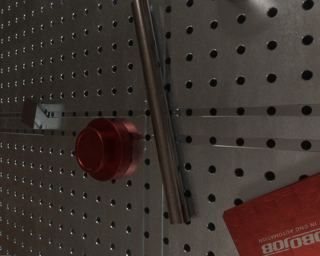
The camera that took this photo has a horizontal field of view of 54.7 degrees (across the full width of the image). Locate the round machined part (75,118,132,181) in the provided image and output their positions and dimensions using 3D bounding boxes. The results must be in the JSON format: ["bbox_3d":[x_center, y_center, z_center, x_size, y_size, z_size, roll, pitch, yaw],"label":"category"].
[{"bbox_3d":[-0.092,0.033,0.472,0.098,0.042,0.097,0,90,39],"label":"round machined part"}]

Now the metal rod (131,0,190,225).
[{"bbox_3d":[-0.002,-0.028,0.408,0.025,0.025,0.298,-17,79,38],"label":"metal rod"}]

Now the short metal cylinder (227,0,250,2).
[{"bbox_3d":[0.080,-0.181,0.326,0.080,0.050,0.079,0,90,39],"label":"short metal cylinder"}]

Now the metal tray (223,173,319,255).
[{"bbox_3d":[0.135,0.100,0.294,0.130,0.030,0.090,-35,69,34],"label":"metal tray"}]

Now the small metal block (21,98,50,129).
[{"bbox_3d":[-0.245,-0.029,0.608,0.050,0.025,0.050,21,103,37],"label":"small metal block"}]
